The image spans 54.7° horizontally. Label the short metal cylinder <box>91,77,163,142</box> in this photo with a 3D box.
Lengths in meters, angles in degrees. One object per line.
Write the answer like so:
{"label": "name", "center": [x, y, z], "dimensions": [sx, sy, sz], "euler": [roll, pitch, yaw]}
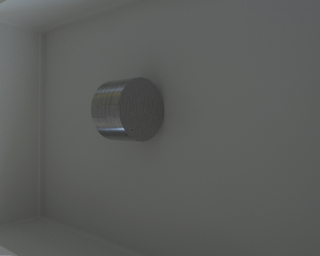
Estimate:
{"label": "short metal cylinder", "center": [-0.040, -0.023, 0.399], "dimensions": [0.050, 0.081, 0.079], "euler": [0, 90, 40]}
